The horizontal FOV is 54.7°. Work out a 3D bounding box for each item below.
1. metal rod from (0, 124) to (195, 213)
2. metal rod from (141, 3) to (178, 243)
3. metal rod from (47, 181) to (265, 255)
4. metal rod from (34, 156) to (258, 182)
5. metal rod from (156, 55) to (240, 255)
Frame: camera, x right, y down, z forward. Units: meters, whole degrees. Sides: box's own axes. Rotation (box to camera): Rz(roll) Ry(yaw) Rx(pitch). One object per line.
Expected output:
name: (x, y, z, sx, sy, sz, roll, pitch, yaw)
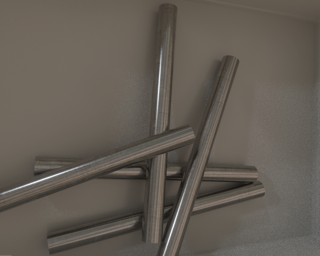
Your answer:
metal rod: (-0.101, 0.054, 0.345, 0.302, 0.025, 0.025, -19, 97, -14)
metal rod: (0.000, -0.012, 0.392, 0.025, 0.025, 0.298, 7, 81, -20)
metal rod: (0.010, 0.114, 0.414, 0.303, 0.025, 0.025, -9, 93, -20)
metal rod: (-0.003, 0.057, 0.409, 0.302, 0.025, 0.025, 5, 89, -20)
metal rod: (0.053, 0.037, 0.409, 0.025, 0.025, 0.299, 26, 73, -19)
